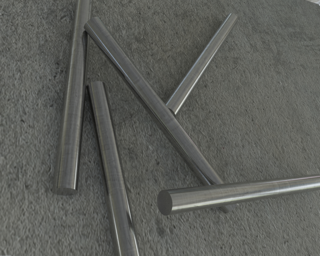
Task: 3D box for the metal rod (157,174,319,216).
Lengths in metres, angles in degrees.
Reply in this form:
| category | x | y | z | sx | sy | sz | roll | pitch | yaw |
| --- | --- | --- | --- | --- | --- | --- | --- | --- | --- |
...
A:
| category | x | y | z | sx | sy | sz | roll | pitch | yaw |
| --- | --- | --- | --- | --- | --- | --- | --- | --- | --- |
| metal rod | 0.126 | 0.079 | 0.395 | 0.302 | 0.025 | 0.025 | 3 | 60 | -36 |

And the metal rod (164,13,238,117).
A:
| category | x | y | z | sx | sy | sz | roll | pitch | yaw |
| --- | --- | --- | --- | --- | --- | --- | --- | --- | --- |
| metal rod | 0.075 | -0.116 | 0.514 | 0.025 | 0.025 | 0.301 | 37 | 51 | -4 |

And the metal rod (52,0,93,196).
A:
| category | x | y | z | sx | sy | sz | roll | pitch | yaw |
| --- | --- | --- | --- | --- | --- | --- | --- | --- | --- |
| metal rod | -0.104 | -0.065 | 0.387 | 0.025 | 0.025 | 0.299 | 10 | 57 | -23 |

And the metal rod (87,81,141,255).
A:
| category | x | y | z | sx | sy | sz | roll | pitch | yaw |
| --- | --- | --- | --- | --- | --- | --- | --- | --- | --- |
| metal rod | -0.045 | 0.080 | 0.330 | 0.025 | 0.025 | 0.299 | -1 | 62 | -29 |

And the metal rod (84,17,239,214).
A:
| category | x | y | z | sx | sy | sz | roll | pitch | yaw |
| --- | --- | --- | --- | --- | --- | --- | --- | --- | --- |
| metal rod | 0.000 | -0.019 | 0.400 | 0.025 | 0.025 | 0.299 | -34 | 86 | -38 |
